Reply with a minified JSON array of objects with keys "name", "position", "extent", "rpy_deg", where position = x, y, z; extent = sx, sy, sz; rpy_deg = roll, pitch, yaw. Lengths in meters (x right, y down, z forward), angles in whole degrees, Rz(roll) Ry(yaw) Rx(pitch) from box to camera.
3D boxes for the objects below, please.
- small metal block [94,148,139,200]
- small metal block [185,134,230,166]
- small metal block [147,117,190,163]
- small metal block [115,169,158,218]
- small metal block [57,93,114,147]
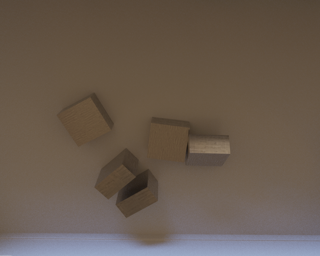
[{"name":"small metal block","position":[-0.058,0.061,0.420],"extent":[0.050,0.050,0.025],"rpy_deg":[-40,105,13]},{"name":"small metal block","position":[0.061,0.030,0.408],"extent":[0.050,0.025,0.050],"rpy_deg":[2,155,-1]},{"name":"small metal block","position":[0.011,0.015,0.416],"extent":[0.050,0.025,0.050],"rpy_deg":[7,110,-1]},{"name":"small metal block","position":[-0.031,0.090,0.431],"extent":[0.050,0.050,0.025],"rpy_deg":[-31,107,10]},{"name":"small metal block","position":[-0.097,-0.011,0.406],"extent":[0.050,0.025,0.050],"rpy_deg":[-27,108,9]}]
